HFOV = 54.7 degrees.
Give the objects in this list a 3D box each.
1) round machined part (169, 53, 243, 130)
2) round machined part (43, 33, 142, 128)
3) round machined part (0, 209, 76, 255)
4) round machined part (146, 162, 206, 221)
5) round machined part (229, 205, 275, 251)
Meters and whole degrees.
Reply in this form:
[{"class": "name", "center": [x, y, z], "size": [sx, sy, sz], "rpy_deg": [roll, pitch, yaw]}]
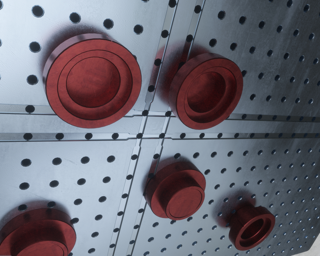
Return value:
[{"class": "round machined part", "center": [0.055, -0.050, 0.401], "size": [0.099, 0.042, 0.097], "rpy_deg": [-14, 124, -21]}, {"class": "round machined part", "center": [-0.073, -0.052, 0.329], "size": [0.099, 0.042, 0.097], "rpy_deg": [-14, 125, -21]}, {"class": "round machined part", "center": [-0.161, 0.159, 0.411], "size": [0.099, 0.042, 0.097], "rpy_deg": [-14, 125, -21]}, {"class": "round machined part", "center": [0.031, 0.105, 0.484], "size": [0.099, 0.042, 0.097], "rpy_deg": [-14, 125, -21]}, {"class": "round machined part", "center": [0.178, 0.195, 0.621], "size": [0.099, 0.042, 0.097], "rpy_deg": [-14, 125, -21]}]
